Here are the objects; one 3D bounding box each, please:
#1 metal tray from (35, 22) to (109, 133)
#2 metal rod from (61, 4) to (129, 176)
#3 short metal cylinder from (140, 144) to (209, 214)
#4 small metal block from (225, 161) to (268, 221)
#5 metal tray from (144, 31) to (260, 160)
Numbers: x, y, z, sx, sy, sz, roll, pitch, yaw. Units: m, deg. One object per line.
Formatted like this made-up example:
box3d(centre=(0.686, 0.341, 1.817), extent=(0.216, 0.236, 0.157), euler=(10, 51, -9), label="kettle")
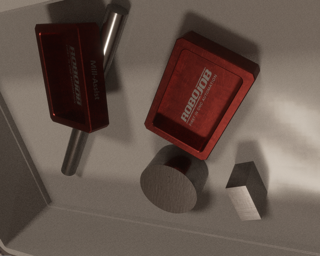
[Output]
box3d(centre=(-0.111, -0.066, 0.394), extent=(0.090, 0.030, 0.129), euler=(14, 116, 37), label="metal tray")
box3d(centre=(-0.102, -0.031, 0.441), extent=(0.025, 0.025, 0.298), euler=(33, 129, 6), label="metal rod")
box3d(centre=(0.020, 0.069, 0.423), extent=(0.080, 0.050, 0.079), euler=(13, 124, 20), label="short metal cylinder")
box3d(centre=(0.108, 0.077, 0.383), extent=(0.025, 0.050, 0.050), euler=(-16, 110, 34), label="small metal block")
box3d(centre=(0.043, -0.033, 0.361), extent=(0.090, 0.030, 0.129), euler=(30, 128, 8), label="metal tray")
